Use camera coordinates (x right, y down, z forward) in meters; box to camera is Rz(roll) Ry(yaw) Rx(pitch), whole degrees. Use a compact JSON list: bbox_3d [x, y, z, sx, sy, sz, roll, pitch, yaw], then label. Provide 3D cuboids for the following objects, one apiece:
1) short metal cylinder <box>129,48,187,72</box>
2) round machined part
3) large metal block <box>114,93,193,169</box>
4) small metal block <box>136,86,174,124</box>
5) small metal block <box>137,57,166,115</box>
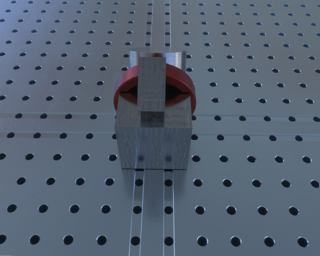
[{"bbox_3d":[-0.003,-0.086,0.442,0.081,0.050,0.080,1,20,0],"label":"short metal cylinder"},{"bbox_3d":[-0.006,-0.043,0.383,0.099,0.097,0.042,1,50,0],"label":"round machined part"},{"bbox_3d":[-0.007,0.006,0.366,0.081,0.080,0.050,1,50,0],"label":"large metal block"},{"bbox_3d":[-0.006,-0.033,0.434,0.050,0.025,0.050,1,50,0],"label":"small metal block"},{"bbox_3d":[-0.007,-0.039,0.306,0.025,0.050,0.050,1,88,0],"label":"small metal block"}]
